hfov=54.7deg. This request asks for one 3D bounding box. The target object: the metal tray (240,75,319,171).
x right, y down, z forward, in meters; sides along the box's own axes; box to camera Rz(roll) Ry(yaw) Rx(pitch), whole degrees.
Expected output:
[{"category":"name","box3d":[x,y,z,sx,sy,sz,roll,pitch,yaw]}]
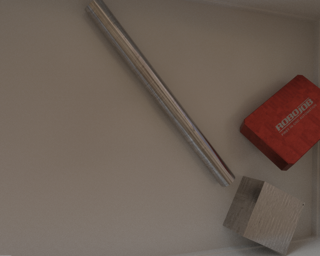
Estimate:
[{"category":"metal tray","box3d":[0.196,-0.011,0.459,0.131,0.030,0.090,-37,69,-16]}]

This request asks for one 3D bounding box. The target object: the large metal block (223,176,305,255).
[{"category":"large metal block","box3d":[0.152,0.127,0.456,0.080,0.050,0.080,28,81,-18]}]

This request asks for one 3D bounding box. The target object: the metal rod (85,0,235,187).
[{"category":"metal rod","box3d":[0.008,-0.038,0.414,0.025,0.025,0.300,-42,104,-15]}]
